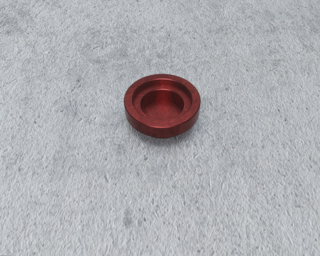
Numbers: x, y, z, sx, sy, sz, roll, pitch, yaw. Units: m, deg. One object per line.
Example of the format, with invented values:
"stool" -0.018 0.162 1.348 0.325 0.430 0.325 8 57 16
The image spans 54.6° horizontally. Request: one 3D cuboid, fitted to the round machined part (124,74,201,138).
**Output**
"round machined part" 0.003 -0.025 0.413 0.099 0.042 0.098 0 50 0
